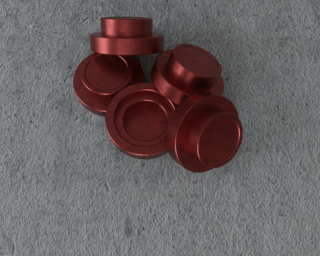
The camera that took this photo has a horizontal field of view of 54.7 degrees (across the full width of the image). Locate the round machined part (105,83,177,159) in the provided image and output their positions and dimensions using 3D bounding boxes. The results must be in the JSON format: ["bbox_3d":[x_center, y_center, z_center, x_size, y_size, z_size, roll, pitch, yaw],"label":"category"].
[{"bbox_3d":[-0.019,-0.006,0.402,0.099,0.042,0.098,0,70,-1],"label":"round machined part"}]

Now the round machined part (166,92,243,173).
[{"bbox_3d":[0.059,0.009,0.368,0.098,0.098,0.042,-41,35,-14],"label":"round machined part"}]

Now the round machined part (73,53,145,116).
[{"bbox_3d":[-0.070,-0.068,0.425,0.099,0.042,0.098,0,70,-1],"label":"round machined part"}]

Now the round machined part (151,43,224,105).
[{"bbox_3d":[0.041,-0.073,0.404,0.099,0.042,0.098,15,44,-15],"label":"round machined part"}]

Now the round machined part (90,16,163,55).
[{"bbox_3d":[-0.044,-0.126,0.415,0.099,0.098,0.042,1,112,0],"label":"round machined part"}]
